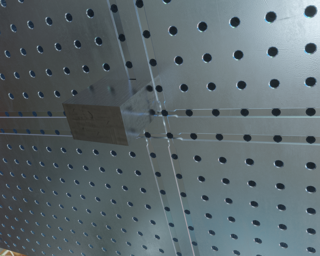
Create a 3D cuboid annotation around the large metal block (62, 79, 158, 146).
[{"bbox_3d":[-0.059,-0.023,0.391,0.080,0.080,0.050,5,121,25],"label":"large metal block"}]
